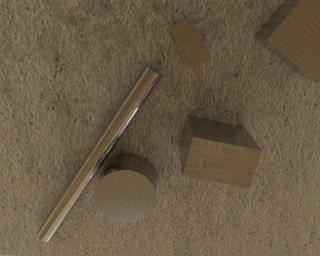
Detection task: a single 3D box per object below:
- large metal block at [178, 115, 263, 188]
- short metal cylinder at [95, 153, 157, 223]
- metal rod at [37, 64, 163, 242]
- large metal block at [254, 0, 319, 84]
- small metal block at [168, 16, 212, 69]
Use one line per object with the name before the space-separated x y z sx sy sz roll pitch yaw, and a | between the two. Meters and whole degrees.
large metal block | 0.071 0.027 0.391 0.081 0.080 0.050 12 110 -5
short metal cylinder | -0.045 0.081 0.426 0.081 0.050 0.079 0 110 0
metal rod | -0.090 0.045 0.425 0.025 0.025 0.299 32 107 -11
large metal block | 0.172 -0.112 0.357 0.080 0.050 0.080 35 106 -12
small metal block | 0.034 -0.101 0.360 0.025 0.050 0.050 -31 107 10
